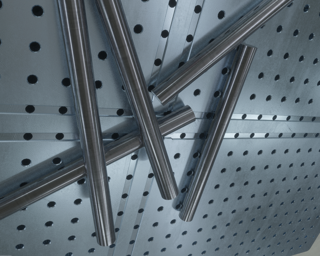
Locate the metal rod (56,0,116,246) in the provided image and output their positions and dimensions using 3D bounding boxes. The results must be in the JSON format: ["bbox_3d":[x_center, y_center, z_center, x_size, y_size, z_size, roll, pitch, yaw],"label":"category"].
[{"bbox_3d":[-0.078,0.013,0.351,0.025,0.025,0.298,-13,116,-22],"label":"metal rod"}]

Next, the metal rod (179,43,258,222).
[{"bbox_3d":[0.081,0.021,0.470,0.025,0.025,0.298,1,118,-29],"label":"metal rod"}]

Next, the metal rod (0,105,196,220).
[{"bbox_3d":[-0.090,0.046,0.391,0.302,0.025,0.025,-27,128,-12],"label":"metal rod"}]

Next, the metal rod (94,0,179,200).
[{"bbox_3d":[-0.024,-0.034,0.355,0.025,0.025,0.298,-25,121,-14],"label":"metal rod"}]

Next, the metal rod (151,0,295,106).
[{"bbox_3d":[0.113,-0.132,0.393,0.301,0.025,0.025,-39,130,-2],"label":"metal rod"}]
